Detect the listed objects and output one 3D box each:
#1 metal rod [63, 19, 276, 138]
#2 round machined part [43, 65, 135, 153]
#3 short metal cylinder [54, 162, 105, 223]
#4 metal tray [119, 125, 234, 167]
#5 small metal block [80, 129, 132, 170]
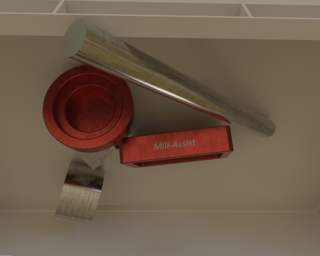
[{"bbox_3d":[0.045,-0.028,0.303,0.025,0.025,0.302,-39,146,28],"label":"metal rod"},{"bbox_3d":[-0.078,-0.019,0.356,0.099,0.098,0.042,-2,165,1],"label":"round machined part"},{"bbox_3d":[-0.117,0.094,0.451,0.050,0.080,0.079,16,128,-14],"label":"short metal cylinder"},{"bbox_3d":[0.022,0.027,0.396,0.131,0.030,0.090,-7,169,5],"label":"metal tray"},{"bbox_3d":[-0.070,0.021,0.406,0.025,0.050,0.050,46,119,-8],"label":"small metal block"}]
